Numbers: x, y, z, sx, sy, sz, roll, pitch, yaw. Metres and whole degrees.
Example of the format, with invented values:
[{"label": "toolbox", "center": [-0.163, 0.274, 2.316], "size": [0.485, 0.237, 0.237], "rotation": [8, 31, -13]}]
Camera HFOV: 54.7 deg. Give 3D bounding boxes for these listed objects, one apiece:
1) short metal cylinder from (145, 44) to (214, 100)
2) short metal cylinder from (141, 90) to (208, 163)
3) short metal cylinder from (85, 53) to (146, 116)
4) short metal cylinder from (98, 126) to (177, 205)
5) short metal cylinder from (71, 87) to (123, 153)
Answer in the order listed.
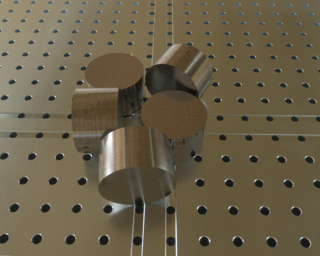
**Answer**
[{"label": "short metal cylinder", "center": [0.027, -0.068, 0.429], "size": [0.080, 0.080, 0.050], "rotation": [23, 53, 18]}, {"label": "short metal cylinder", "center": [0.017, -0.002, 0.393], "size": [0.081, 0.050, 0.080], "rotation": [1, 50, 0]}, {"label": "short metal cylinder", "center": [-0.062, -0.063, 0.443], "size": [0.080, 0.050, 0.080], "rotation": [0, 50, 1]}, {"label": "short metal cylinder", "center": [-0.025, 0.042, 0.335], "size": [0.081, 0.080, 0.050], "rotation": [-5, 51, -4]}, {"label": "short metal cylinder", "center": [-0.073, -0.010, 0.381], "size": [0.050, 0.080, 0.080], "rotation": [-1, 50, -2]}]
